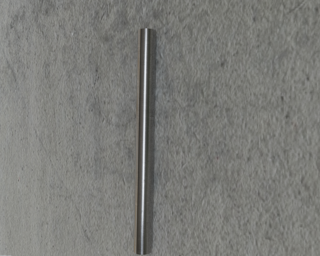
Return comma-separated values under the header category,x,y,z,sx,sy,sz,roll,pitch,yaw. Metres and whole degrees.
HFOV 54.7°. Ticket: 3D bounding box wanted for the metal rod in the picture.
category,x,y,z,sx,sy,sz,roll,pitch,yaw
metal rod,-0.021,0.018,0.419,0.025,0.025,0.298,2,91,39
